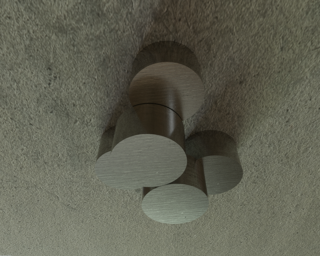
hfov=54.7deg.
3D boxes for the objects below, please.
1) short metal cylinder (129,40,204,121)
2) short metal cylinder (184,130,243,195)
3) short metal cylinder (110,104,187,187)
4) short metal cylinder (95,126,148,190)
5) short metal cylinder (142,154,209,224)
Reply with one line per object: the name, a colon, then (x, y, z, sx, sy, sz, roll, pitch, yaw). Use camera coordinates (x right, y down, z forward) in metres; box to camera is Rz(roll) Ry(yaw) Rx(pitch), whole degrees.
short metal cylinder: (0.007, -0.051, 0.349, 0.081, 0.050, 0.079, 0, 130, 0)
short metal cylinder: (0.071, 0.049, 0.434, 0.081, 0.050, 0.079, 0, 130, 0)
short metal cylinder: (-0.012, 0.020, 0.342, 0.080, 0.050, 0.079, 0, 130, 0)
short metal cylinder: (-0.045, 0.040, 0.426, 0.081, 0.050, 0.079, 0, 130, 0)
short metal cylinder: (0.018, 0.077, 0.391, 0.081, 0.050, 0.079, -1, 130, 0)
